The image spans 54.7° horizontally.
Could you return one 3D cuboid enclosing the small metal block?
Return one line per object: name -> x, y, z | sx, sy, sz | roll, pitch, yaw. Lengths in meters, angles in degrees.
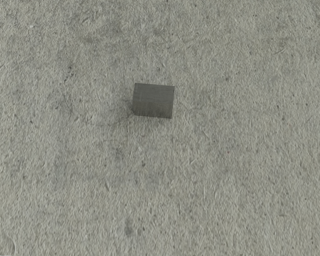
small metal block -> -0.008, -0.035, 0.408 | 0.050, 0.050, 0.025 | 5, 70, 1
